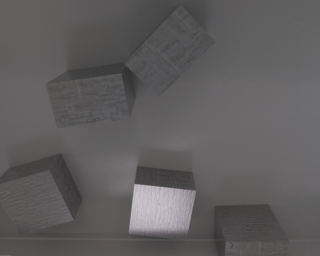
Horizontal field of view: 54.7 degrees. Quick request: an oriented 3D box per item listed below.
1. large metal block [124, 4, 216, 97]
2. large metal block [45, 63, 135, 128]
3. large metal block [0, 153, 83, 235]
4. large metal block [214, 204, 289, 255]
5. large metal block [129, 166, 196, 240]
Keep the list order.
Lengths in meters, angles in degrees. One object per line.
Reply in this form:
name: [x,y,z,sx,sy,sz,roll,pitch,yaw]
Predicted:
large metal block: [0.009,-0.089,0.349,0.080,0.080,0.050,-43,105,14]
large metal block: [-0.076,-0.042,0.366,0.080,0.080,0.050,-8,110,3]
large metal block: [-0.166,0.091,0.430,0.080,0.050,0.080,-16,110,6]
large metal block: [0.124,0.154,0.440,0.080,0.080,0.050,-2,110,0]
large metal block: [0.002,0.105,0.437,0.081,0.050,0.079,7,110,-3]
